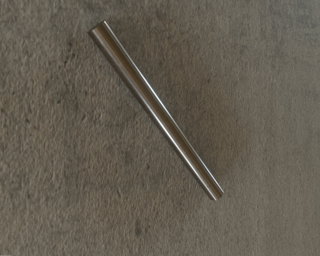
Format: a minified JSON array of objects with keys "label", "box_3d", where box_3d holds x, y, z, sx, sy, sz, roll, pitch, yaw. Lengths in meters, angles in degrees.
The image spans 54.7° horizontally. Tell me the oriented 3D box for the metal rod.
[{"label":"metal rod","box_3d":[0.008,-0.006,0.413,0.025,0.025,0.300,-52,120,-28]}]
